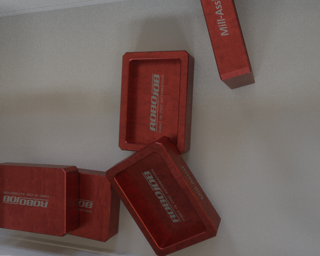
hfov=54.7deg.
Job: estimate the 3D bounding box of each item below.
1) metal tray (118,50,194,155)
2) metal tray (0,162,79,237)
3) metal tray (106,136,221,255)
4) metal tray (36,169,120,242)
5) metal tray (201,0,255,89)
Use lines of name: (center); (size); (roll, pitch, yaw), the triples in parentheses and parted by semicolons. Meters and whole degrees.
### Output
metal tray: (-0.005, -0.033, 0.408); (0.090, 0.030, 0.129); (3, 91, 19)
metal tray: (-0.179, 0.097, 0.437); (0.130, 0.030, 0.089); (0, 90, 19)
metal tray: (0.004, 0.086, 0.386); (0.090, 0.030, 0.130); (-32, 92, 24)
metal tray: (-0.124, 0.105, 0.450); (0.130, 0.030, 0.089); (4, 91, 19)
metal tray: (0.074, -0.114, 0.349); (0.030, 0.090, 0.129); (-15, 85, 19)
